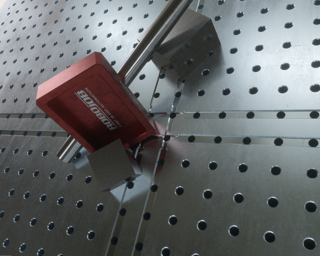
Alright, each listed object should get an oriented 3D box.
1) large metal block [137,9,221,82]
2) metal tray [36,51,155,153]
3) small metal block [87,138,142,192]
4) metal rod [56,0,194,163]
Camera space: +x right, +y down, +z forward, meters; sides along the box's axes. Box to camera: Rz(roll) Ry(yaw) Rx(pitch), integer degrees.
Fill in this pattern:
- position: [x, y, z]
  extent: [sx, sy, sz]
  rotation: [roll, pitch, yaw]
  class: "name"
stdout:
- position: [0.027, -0.128, 0.457]
  extent: [0.080, 0.050, 0.080]
  rotation: [-45, 51, -3]
  class: "large metal block"
- position: [-0.076, -0.021, 0.391]
  extent: [0.090, 0.130, 0.030]
  rotation: [-29, 42, 10]
  class: "metal tray"
- position: [-0.058, 0.048, 0.399]
  extent: [0.050, 0.025, 0.050]
  rotation: [-28, 74, 10]
  class: "small metal block"
- position: [-0.049, -0.071, 0.431]
  extent: [0.299, 0.025, 0.025]
  rotation: [-51, 50, 10]
  class: "metal rod"
